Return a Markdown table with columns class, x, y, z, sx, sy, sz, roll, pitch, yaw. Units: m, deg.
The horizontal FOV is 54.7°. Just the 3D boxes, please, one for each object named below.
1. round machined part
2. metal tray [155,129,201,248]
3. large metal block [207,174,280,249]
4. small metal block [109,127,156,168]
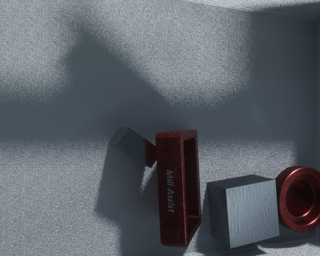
| class | x | y | z | sx | sy | sz | roll | pitch | yaw |
| --- | --- | --- | --- | --- | --- | --- | --- | --- | --- |
| round machined part | 0.210 | 0.107 | 0.481 | 0.099 | 0.042 | 0.097 | 0 | 90 | -21 |
| metal tray | 0.026 | 0.068 | 0.387 | 0.030 | 0.090 | 0.129 | -2 | 91 | 18 |
| large metal block | 0.118 | 0.115 | 0.443 | 0.081 | 0.050 | 0.079 | -6 | 92 | -20 |
| small metal block | -0.032 | 0.023 | 0.386 | 0.050 | 0.050 | 0.025 | 36 | 79 | -17 |
